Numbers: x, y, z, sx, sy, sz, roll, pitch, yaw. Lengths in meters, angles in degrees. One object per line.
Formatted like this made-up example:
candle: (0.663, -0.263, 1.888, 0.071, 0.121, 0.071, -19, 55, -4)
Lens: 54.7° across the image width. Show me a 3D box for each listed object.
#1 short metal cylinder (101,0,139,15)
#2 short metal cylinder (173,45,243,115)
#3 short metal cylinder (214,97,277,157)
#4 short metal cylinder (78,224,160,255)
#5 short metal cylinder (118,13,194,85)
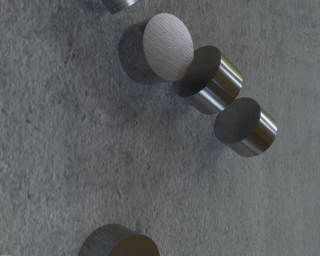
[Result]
short metal cylinder: (-0.035, -0.169, 0.340, 0.080, 0.080, 0.050, -50, 120, -28)
short metal cylinder: (0.064, -0.065, 0.425, 0.050, 0.080, 0.080, 33, 70, -36)
short metal cylinder: (0.132, -0.001, 0.483, 0.050, 0.080, 0.080, 34, 69, -35)
short metal cylinder: (-0.047, 0.155, 0.352, 0.081, 0.050, 0.079, 0, 90, -40)
short metal cylinder: (-0.004, -0.096, 0.387, 0.081, 0.050, 0.079, 0, 90, -40)
